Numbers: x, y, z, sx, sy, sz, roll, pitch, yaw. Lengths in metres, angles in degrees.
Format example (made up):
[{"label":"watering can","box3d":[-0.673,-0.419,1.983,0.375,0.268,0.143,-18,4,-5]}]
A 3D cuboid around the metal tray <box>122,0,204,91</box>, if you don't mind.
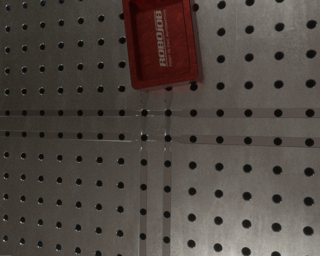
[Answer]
[{"label":"metal tray","box3d":[0.003,-0.119,0.407,0.090,0.030,0.129,-7,88,19]}]
